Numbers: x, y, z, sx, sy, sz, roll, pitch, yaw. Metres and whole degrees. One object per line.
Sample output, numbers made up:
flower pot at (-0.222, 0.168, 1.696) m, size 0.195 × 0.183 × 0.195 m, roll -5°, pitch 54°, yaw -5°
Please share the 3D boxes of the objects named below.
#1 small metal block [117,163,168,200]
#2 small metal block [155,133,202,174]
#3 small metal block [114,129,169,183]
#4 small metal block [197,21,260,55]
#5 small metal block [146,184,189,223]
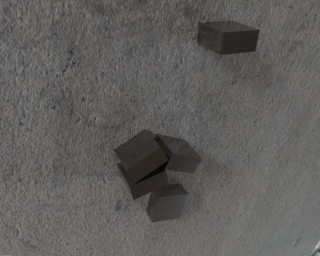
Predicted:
small metal block at (-0.024, 0.062, 0.416) m, size 0.050 × 0.050 × 0.025 m, roll -22°, pitch 127°, yaw -15°
small metal block at (0.021, 0.035, 0.423) m, size 0.050 × 0.050 × 0.025 m, roll 13°, pitch 112°, yaw -34°
small metal block at (-0.025, 0.034, 0.397) m, size 0.050 × 0.050 × 0.025 m, roll -34°, pitch 126°, yaw -6°
small metal block at (0.079, -0.108, 0.367) m, size 0.050 × 0.050 × 0.025 m, roll -11°, pitch 123°, yaw -23°
small metal block at (0.011, 0.117, 0.485) m, size 0.050 × 0.025 × 0.050 m, roll 0°, pitch 118°, yaw -29°
